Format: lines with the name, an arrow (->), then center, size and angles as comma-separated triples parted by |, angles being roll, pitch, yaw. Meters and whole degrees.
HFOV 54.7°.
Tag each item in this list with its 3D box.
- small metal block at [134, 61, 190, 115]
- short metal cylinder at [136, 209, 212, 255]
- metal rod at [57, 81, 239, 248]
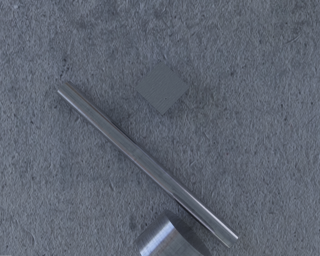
small metal block -> 0.003, -0.052, 0.410 | 0.050, 0.025, 0.050 | 44, 90, 0
short metal cylinder -> 0.017, 0.147, 0.383 | 0.080, 0.080, 0.050 | 44, 90, 0
metal rod -> -0.016, 0.048, 0.409 | 0.300, 0.025, 0.025 | 42, 90, 0
